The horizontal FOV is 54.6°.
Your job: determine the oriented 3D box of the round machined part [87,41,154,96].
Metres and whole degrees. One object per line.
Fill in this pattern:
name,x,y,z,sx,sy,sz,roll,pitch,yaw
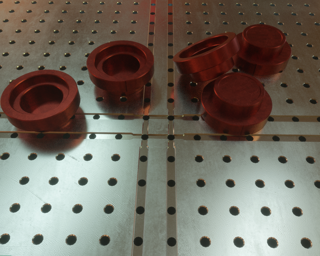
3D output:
round machined part,-0.058,-0.087,0.469,0.099,0.042,0.098,0,50,0

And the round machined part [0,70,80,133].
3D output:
round machined part,-0.158,-0.033,0.424,0.099,0.042,0.098,0,50,0

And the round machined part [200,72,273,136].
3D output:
round machined part,0.106,-0.040,0.431,0.099,0.042,0.098,0,50,0

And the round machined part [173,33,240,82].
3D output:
round machined part,0.072,-0.103,0.464,0.098,0.042,0.098,-21,23,10

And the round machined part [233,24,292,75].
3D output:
round machined part,0.167,-0.135,0.511,0.099,0.042,0.098,0,50,0
